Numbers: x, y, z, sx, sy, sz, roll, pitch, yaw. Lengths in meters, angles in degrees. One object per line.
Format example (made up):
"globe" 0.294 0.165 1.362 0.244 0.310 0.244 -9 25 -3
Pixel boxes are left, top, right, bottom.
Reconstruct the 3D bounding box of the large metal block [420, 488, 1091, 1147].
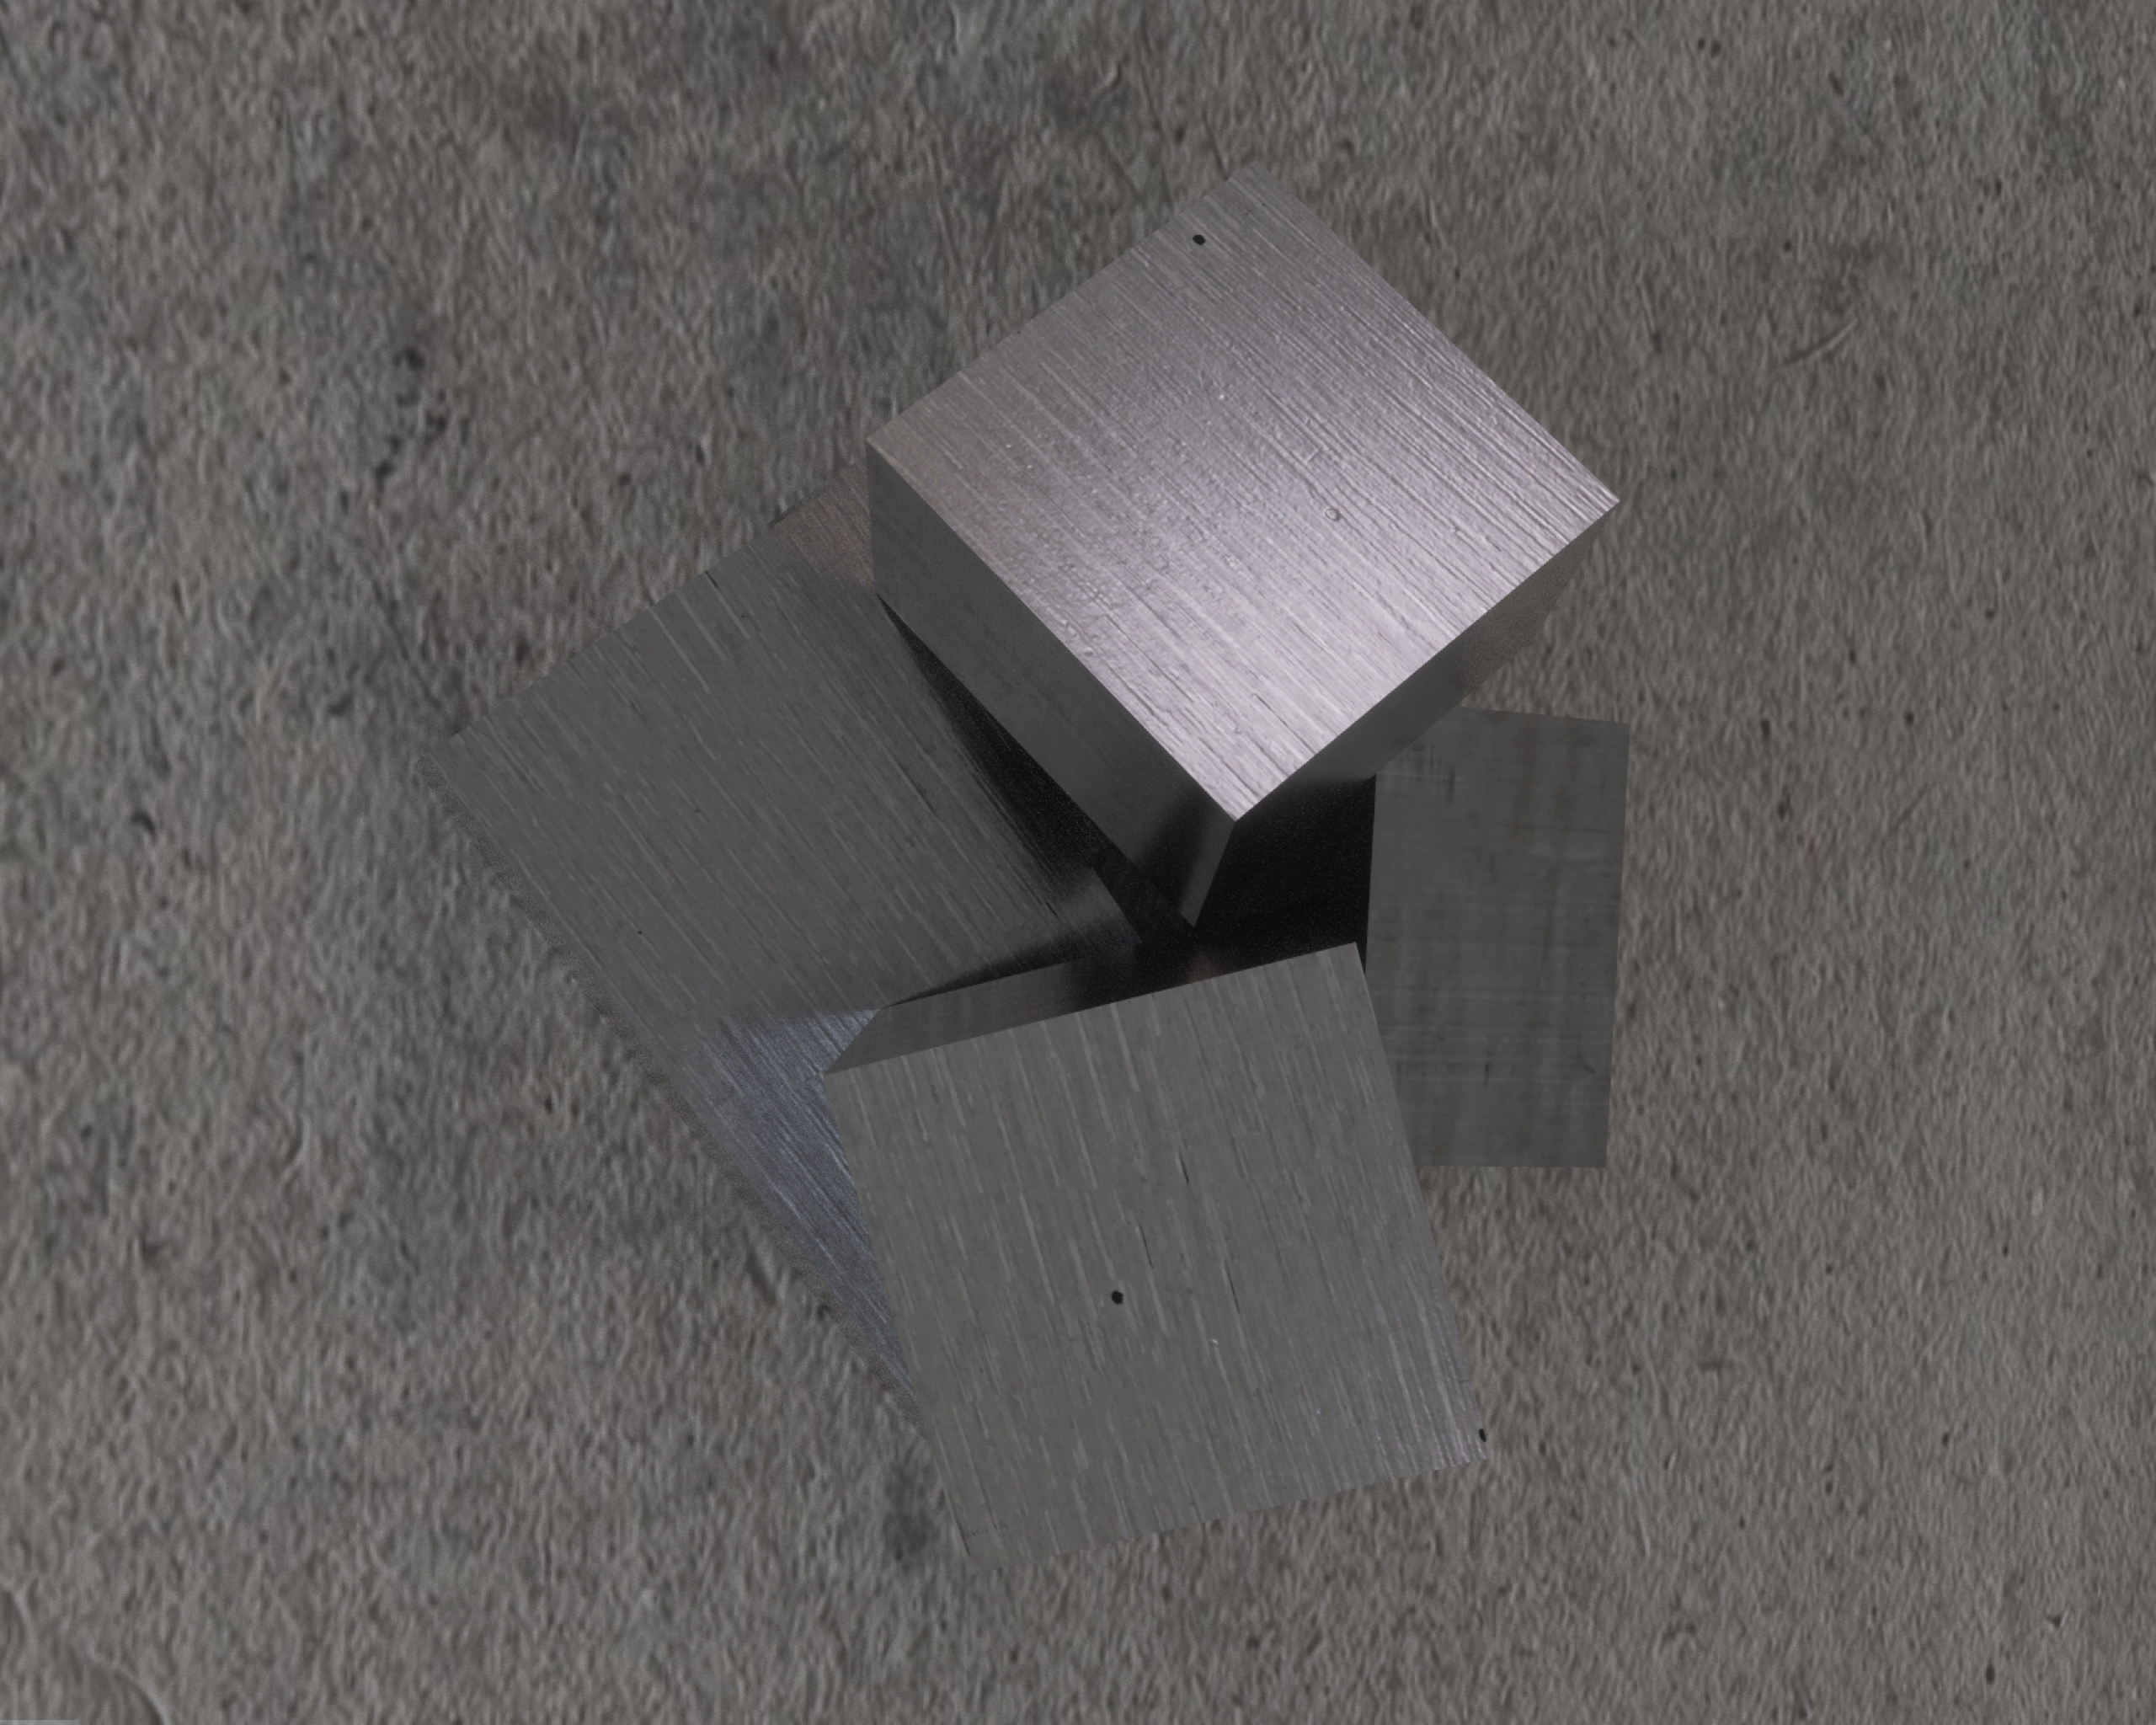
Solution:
"large metal block" -0.059 -0.008 0.374 0.080 0.050 0.080 -37 102 -16

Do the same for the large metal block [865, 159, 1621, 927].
"large metal block" 0.024 -0.051 0.335 0.080 0.050 0.080 -40 78 -16

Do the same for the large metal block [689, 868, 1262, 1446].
"large metal block" -0.015 0.056 0.390 0.080 0.050 0.080 -37 102 -16

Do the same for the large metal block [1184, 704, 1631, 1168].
"large metal block" 0.059 0.013 0.401 0.050 0.080 0.080 4 89 -20

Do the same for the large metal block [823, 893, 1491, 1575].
"large metal block" 0.014 0.056 0.332 0.080 0.050 0.080 -15 96 6

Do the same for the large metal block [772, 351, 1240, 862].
"large metal block" 0.002 -0.056 0.396 0.080 0.050 0.080 -37 102 -16
